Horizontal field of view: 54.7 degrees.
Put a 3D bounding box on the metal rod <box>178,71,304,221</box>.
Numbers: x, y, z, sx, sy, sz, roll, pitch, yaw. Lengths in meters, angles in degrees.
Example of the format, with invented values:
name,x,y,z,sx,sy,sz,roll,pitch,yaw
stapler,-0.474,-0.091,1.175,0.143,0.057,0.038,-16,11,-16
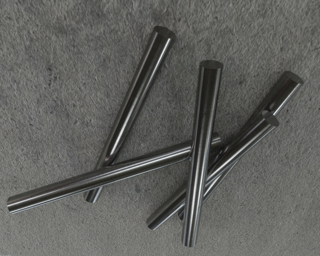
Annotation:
name,x,y,z,sx,sy,sz,roll,pitch,yaw
metal rod,0.099,0.047,0.447,0.025,0.025,0.298,17,128,-14

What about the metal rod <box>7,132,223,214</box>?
name,x,y,z,sx,sy,sz,roll,pitch,yaw
metal rod,-0.062,0.062,0.427,0.301,0.025,0.025,-18,129,2

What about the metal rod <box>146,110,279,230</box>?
name,x,y,z,sx,sy,sz,roll,pitch,yaw
metal rod,0.058,0.079,0.457,0.025,0.025,0.298,23,132,-18

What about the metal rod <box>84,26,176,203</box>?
name,x,y,z,sx,sy,sz,roll,pitch,yaw
metal rod,-0.053,0.005,0.410,0.025,0.025,0.298,18,128,-15

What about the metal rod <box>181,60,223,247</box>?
name,x,y,z,sx,sy,sz,roll,pitch,yaw
metal rod,0.051,0.056,0.412,0.025,0.025,0.298,1,124,-1
